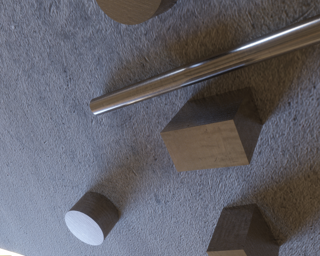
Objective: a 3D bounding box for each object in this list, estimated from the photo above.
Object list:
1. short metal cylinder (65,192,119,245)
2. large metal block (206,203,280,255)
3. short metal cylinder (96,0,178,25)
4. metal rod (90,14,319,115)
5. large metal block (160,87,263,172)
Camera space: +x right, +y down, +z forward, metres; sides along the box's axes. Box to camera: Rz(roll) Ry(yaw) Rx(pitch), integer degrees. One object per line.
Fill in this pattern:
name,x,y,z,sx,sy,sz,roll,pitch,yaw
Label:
short metal cylinder,-0.121,0.162,0.554,0.080,0.050,0.079,13,124,21
large metal block,0.113,0.161,0.411,0.050,0.080,0.080,-21,108,36
short metal cylinder,-0.022,-0.150,0.310,0.080,0.050,0.079,13,124,21
metal rod,0.032,-0.060,0.352,0.300,0.025,0.025,-14,111,34
large metal block,0.060,0.001,0.341,0.080,0.080,0.050,-11,113,33
